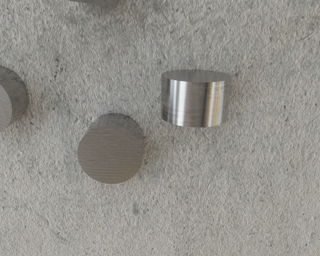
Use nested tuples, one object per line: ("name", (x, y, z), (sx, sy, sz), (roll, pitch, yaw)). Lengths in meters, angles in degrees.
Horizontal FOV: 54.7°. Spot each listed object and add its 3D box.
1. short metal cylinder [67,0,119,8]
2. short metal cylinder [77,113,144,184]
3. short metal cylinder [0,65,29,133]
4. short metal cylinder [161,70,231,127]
("short metal cylinder", (-0.066, -0.169, 0.317), (0.050, 0.080, 0.079), (8, 110, -3))
("short metal cylinder", (-0.061, 0.026, 0.405), (0.081, 0.050, 0.079), (0, 110, 0))
("short metal cylinder", (-0.212, -0.035, 0.382), (0.081, 0.050, 0.079), (0, 110, 0))
("short metal cylinder", (0.041, -0.038, 0.367), (0.081, 0.080, 0.050), (1, 110, -1))
